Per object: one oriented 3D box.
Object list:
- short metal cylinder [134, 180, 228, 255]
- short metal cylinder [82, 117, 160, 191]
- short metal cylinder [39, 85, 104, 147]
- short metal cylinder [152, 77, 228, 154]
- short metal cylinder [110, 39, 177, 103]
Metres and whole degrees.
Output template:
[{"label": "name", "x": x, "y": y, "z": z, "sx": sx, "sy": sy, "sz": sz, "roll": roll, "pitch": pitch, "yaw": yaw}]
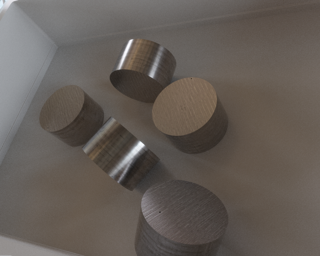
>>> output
[{"label": "short metal cylinder", "x": 0.019, "y": 0.095, "z": 0.295, "sx": 0.081, "sy": 0.050, "sz": 0.080, "roll": 8, "pitch": 29, "yaw": -4}, {"label": "short metal cylinder", "x": -0.046, "y": 0.031, "z": 0.376, "sx": 0.050, "sy": 0.080, "sz": 0.080, "roll": -49, "pitch": 51, "yaw": -6}, {"label": "short metal cylinder", "x": -0.133, "y": -0.018, "z": 0.471, "sx": 0.080, "sy": 0.050, "sz": 0.080, "roll": -13, "pitch": 56, "yaw": 21}, {"label": "short metal cylinder", "x": 0.037, "y": -0.015, "z": 0.379, "sx": 0.080, "sy": 0.050, "sz": 0.080, "roll": -13, "pitch": 56, "yaw": 21}, {"label": "short metal cylinder", "x": -0.023, "y": -0.077, "z": 0.430, "sx": 0.080, "sy": 0.080, "sz": 0.050, "roll": 5, "pitch": 64, "yaw": 30}]
